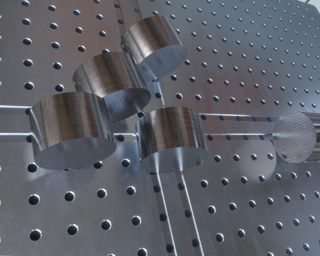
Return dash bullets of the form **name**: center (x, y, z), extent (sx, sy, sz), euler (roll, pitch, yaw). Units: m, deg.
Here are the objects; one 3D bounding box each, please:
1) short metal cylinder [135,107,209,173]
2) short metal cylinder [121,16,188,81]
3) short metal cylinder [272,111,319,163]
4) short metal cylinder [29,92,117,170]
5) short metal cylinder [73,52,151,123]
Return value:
- **short metal cylinder**: center (0.013, 0.017, 0.371), extent (0.081, 0.080, 0.050), euler (5, 60, -26)
- **short metal cylinder**: center (-0.008, -0.110, 0.437), extent (0.081, 0.080, 0.050), euler (-15, 70, -34)
- **short metal cylinder**: center (0.227, 0.015, 0.489), extent (0.050, 0.080, 0.080), euler (2, 61, -28)
- **short metal cylinder**: center (-0.090, 0.005, 0.322), extent (0.081, 0.080, 0.050), euler (-3, 64, -30)
- **short metal cylinder**: center (-0.057, -0.046, 0.371), extent (0.081, 0.080, 0.050), euler (-11, 68, -33)
